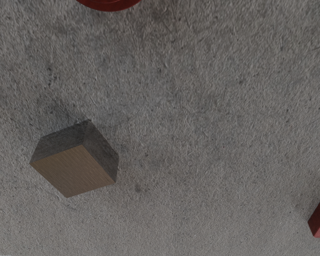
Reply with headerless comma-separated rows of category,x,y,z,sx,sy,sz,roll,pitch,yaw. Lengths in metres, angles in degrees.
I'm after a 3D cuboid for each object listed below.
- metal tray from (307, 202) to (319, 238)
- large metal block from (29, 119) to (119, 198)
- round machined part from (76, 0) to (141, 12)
metal tray,0.340,0.155,0.539,0.131,0.030,0.089,2,130,-2
large metal block,-0.114,0.044,0.427,0.080,0.050,0.080,-20,128,16
round machined part,-0.049,-0.149,0.268,0.099,0.042,0.097,0,130,0
